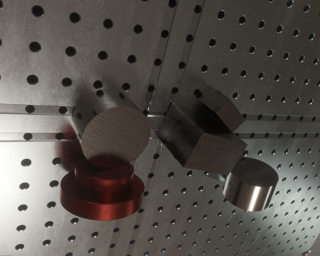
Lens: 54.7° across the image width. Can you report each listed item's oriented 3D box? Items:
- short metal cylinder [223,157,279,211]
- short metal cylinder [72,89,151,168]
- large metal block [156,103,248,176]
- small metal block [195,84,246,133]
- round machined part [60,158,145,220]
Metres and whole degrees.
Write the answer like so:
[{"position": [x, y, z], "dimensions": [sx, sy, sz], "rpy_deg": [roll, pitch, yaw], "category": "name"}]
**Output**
[{"position": [0.150, 0.092, 0.518], "dimensions": [0.081, 0.080, 0.050], "rpy_deg": [-7, 122, -25], "category": "short metal cylinder"}, {"position": [-0.058, 0.000, 0.365], "dimensions": [0.081, 0.050, 0.079], "rpy_deg": [-14, 124, -21], "category": "short metal cylinder"}, {"position": [0.054, 0.015, 0.416], "dimensions": [0.081, 0.080, 0.050], "rpy_deg": [15, 111, -35], "category": "large metal block"}, {"position": [0.083, -0.027, 0.426], "dimensions": [0.025, 0.050, 0.050], "rpy_deg": [-45, 130, 3], "category": "small metal block"}, {"position": [-0.067, 0.065, 0.370], "dimensions": [0.099, 0.098, 0.042], "rpy_deg": [-1, 108, -29], "category": "round machined part"}]
